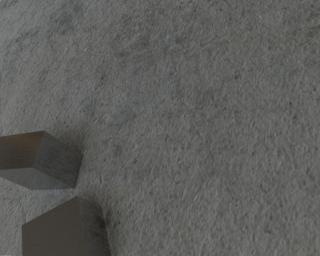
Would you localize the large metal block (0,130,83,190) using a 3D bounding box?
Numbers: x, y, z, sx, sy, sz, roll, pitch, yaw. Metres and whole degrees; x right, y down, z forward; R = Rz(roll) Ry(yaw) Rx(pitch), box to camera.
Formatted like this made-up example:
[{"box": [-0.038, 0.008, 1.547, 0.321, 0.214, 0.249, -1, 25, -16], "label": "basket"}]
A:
[{"box": [-0.168, 0.048, 0.425, 0.080, 0.080, 0.050, -7, 59, 24], "label": "large metal block"}]

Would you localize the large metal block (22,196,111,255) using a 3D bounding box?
[{"box": [-0.108, 0.138, 0.358, 0.080, 0.050, 0.080, -29, 52, 9], "label": "large metal block"}]
